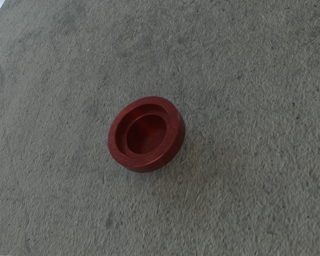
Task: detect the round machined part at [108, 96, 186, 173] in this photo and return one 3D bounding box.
[{"bbox_3d":[-0.013,0.012,0.394,0.098,0.042,0.098,-13,56,21],"label":"round machined part"}]
